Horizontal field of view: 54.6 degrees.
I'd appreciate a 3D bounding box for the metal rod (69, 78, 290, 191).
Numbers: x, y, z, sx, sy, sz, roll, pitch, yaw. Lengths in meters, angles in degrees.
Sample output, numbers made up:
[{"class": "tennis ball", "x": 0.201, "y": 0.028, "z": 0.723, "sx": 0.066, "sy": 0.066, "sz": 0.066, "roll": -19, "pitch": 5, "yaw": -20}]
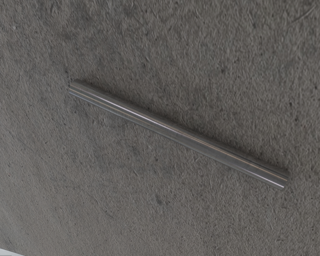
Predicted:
[{"class": "metal rod", "x": 0.014, "y": 0.003, "z": 0.401, "sx": 0.301, "sy": 0.025, "sz": 0.025, "roll": 24, "pitch": 127, "yaw": 13}]
